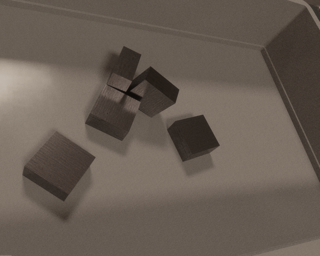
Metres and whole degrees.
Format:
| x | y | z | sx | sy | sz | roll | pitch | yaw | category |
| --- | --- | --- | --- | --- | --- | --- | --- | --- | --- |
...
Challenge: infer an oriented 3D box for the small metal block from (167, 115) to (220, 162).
| x | y | z | sx | sy | sz | roll | pitch | yaw | category |
| --- | --- | --- | --- | --- | --- | --- | --- | --- | --- |
| 0.046 | 0.013 | 0.424 | 0.050 | 0.025 | 0.050 | -14 | 69 | -34 | small metal block |

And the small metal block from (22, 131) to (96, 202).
| x | y | z | sx | sy | sz | roll | pitch | yaw | category |
| --- | --- | --- | --- | --- | --- | --- | --- | --- | --- |
| -0.105 | 0.040 | 0.325 | 0.050 | 0.025 | 0.050 | 35 | 51 | -5 | small metal block |

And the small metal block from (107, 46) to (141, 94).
| x | y | z | sx | sy | sz | roll | pitch | yaw | category |
| --- | --- | --- | --- | --- | --- | --- | --- | --- | --- |
| -0.051 | -0.069 | 0.406 | 0.025 | 0.050 | 0.050 | 24 | 53 | -14 | small metal block |

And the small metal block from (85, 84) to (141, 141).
| x | y | z | sx | sy | sz | roll | pitch | yaw | category |
| --- | --- | --- | --- | --- | --- | --- | --- | --- | --- |
| -0.058 | -0.019 | 0.387 | 0.050 | 0.025 | 0.050 | 27 | 52 | -12 | small metal block |

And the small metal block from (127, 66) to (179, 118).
| x | y | z | sx | sy | sz | roll | pitch | yaw | category |
| --- | --- | --- | --- | --- | --- | --- | --- | --- | --- |
| -0.012 | -0.046 | 0.405 | 0.050 | 0.050 | 0.025 | 36 | 49 | -24 | small metal block |
